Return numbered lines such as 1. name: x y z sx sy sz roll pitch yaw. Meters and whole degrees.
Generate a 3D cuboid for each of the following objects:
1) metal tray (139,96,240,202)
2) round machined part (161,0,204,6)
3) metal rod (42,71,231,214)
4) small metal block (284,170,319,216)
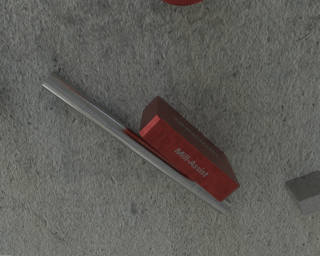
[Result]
1. metal tray: 0.035 0.023 0.383 0.130 0.090 0.030 41 105 -14
2. round machined part: 0.024 -0.184 0.333 0.099 0.042 0.097 0 110 -1
3. metal rod: -0.022 0.027 0.419 0.301 0.025 0.025 37 106 -13
4. small metal block: 0.211 0.090 0.433 0.050 0.050 0.025 -22 109 7
